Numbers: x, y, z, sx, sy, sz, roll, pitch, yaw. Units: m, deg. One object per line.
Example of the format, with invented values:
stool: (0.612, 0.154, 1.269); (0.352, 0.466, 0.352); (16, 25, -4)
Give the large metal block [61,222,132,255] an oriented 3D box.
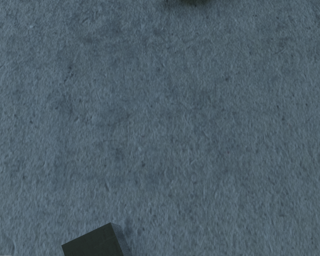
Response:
large metal block: (-0.054, 0.149, 0.324); (0.050, 0.080, 0.080); (-24, 72, -9)
